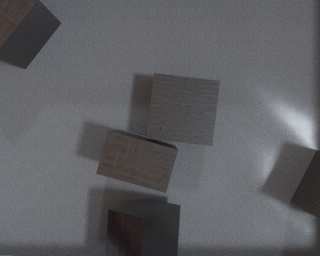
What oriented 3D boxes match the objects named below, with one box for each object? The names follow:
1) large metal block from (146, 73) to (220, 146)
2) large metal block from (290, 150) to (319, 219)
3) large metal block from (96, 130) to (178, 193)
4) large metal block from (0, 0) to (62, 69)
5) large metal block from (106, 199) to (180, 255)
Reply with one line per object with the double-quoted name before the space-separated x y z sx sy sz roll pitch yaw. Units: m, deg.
"large metal block" 0.028 -0.022 0.399 0.080 0.050 0.080 7 90 0
"large metal block" 0.219 0.077 0.385 0.050 0.080 0.080 27 90 0
"large metal block" -0.025 0.037 0.384 0.080 0.080 0.050 16 90 0
"large metal block" -0.179 -0.126 0.382 0.050 0.080 0.080 38 90 0
"large metal block" -0.019 0.136 0.376 0.050 0.080 0.080 3 89 33
